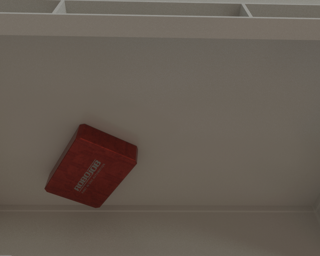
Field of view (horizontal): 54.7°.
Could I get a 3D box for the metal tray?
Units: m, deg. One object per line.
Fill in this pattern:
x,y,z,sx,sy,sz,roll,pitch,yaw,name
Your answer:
-0.102,0.061,0.456,0.090,0.030,0.129,25,126,-21,metal tray
